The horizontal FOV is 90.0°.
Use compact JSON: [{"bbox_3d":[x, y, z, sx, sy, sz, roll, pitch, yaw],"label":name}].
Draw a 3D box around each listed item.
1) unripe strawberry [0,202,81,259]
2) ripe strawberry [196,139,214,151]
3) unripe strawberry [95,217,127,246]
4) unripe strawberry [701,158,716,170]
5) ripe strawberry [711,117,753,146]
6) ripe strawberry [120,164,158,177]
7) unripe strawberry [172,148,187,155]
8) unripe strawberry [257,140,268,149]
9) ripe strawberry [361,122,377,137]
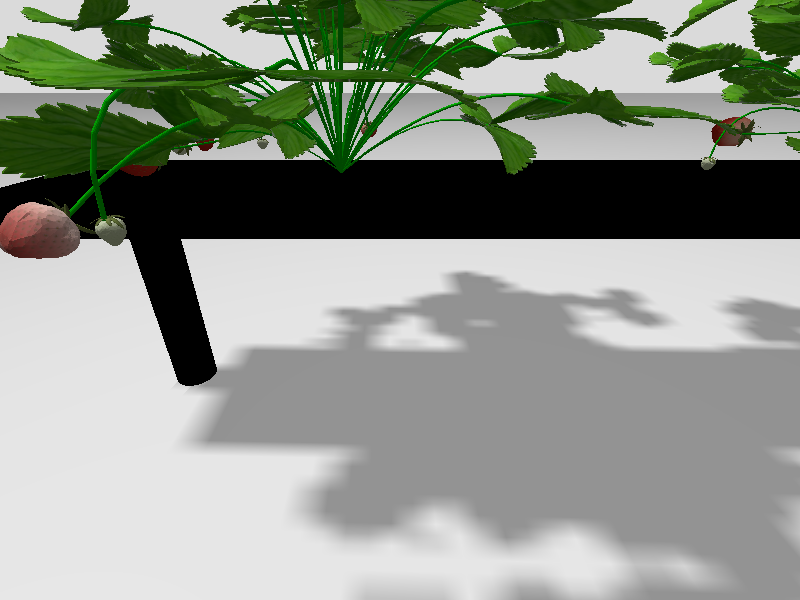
[{"bbox_3d":[-0.151,-0.027,0.166,0.027,0.024,0.025,14,42,24],"label":"unripe strawberry"},{"bbox_3d":[-0.212,-0.172,0.435,0.021,0.020,0.019,41,42,14],"label":"ripe strawberry"},{"bbox_3d":[-0.120,-0.028,0.168,0.011,0.012,0.011,10,30,18],"label":"unripe strawberry"},{"bbox_3d":[0.254,-0.112,0.330,0.010,0.010,0.009,-1,29,-2],"label":"unripe strawberry"},{"bbox_3d":[0.378,-0.194,0.460,0.037,0.032,0.037,-4,28,-7],"label":"ripe strawberry"},{"bbox_3d":[-0.221,-0.121,0.324,0.043,0.042,0.040,-2,29,-2],"label":"ripe strawberry"},{"bbox_3d":[-0.232,-0.161,0.418,0.020,0.019,0.018,9,30,26],"label":"unripe strawberry"},{"bbox_3d":[-0.149,-0.169,0.434,0.011,0.010,0.010,-23,36,-36],"label":"unripe strawberry"},{"bbox_3d":[-0.042,-0.229,0.540,0.021,0.018,0.021,1,-6,2],"label":"ripe strawberry"}]
